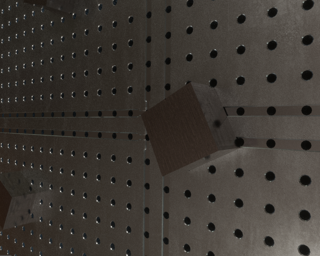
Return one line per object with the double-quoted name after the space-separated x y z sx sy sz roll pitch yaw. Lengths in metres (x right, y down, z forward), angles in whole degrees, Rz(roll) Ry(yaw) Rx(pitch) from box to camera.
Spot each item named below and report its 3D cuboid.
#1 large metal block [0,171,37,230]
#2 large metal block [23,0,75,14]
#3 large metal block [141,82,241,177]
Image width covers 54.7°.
-0.308 0.148 0.643 0.080 0.050 0.079 35 112 34 "large metal block"
-0.192 -0.253 0.548 0.080 0.050 0.079 23 104 37 "large metal block"
0.034 0.003 0.364 0.080 0.050 0.080 -31 71 35 "large metal block"
